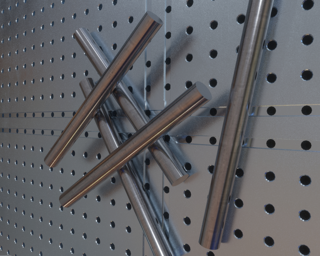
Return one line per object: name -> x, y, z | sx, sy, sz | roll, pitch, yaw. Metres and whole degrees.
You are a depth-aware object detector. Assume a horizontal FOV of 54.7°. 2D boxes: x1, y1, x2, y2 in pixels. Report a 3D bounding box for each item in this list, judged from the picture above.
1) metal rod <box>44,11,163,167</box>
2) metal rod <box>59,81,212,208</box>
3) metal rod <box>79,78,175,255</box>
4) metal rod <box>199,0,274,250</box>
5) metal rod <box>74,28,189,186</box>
metal rod -> -0.095, -0.039, 0.450 | 0.299, 0.025, 0.025 | -47, 62, 29
metal rod -> -0.051, 0.038, 0.415 | 0.299, 0.025, 0.025 | -38, 67, 33
metal rod -> -0.055, 0.050, 0.452 | 0.025, 0.025, 0.299 | -41, 65, 32
metal rod -> 0.083, -0.010, 0.339 | 0.025, 0.025, 0.298 | 17, 100, 38
metal rod -> -0.053, -0.045, 0.450 | 0.025, 0.025, 0.299 | -50, 61, 28
